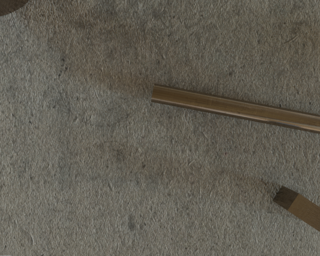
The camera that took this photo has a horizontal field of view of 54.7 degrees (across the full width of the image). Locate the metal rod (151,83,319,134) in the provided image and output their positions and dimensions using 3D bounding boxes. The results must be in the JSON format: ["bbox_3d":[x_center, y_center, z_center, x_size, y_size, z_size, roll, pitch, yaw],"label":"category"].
[{"bbox_3d":[0.139,-0.019,0.411,0.302,0.025,0.025,11,90,-1],"label":"metal rod"}]

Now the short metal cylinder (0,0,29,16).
[{"bbox_3d":[-0.206,-0.182,0.380,0.080,0.080,0.050,-31,90,0],"label":"short metal cylinder"}]

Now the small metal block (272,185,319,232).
[{"bbox_3d":[0.182,0.103,0.400,0.050,0.050,0.025,34,90,-1],"label":"small metal block"}]
